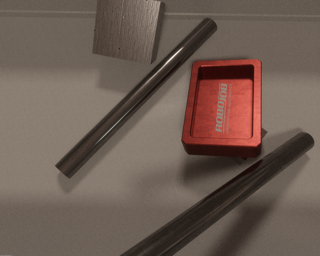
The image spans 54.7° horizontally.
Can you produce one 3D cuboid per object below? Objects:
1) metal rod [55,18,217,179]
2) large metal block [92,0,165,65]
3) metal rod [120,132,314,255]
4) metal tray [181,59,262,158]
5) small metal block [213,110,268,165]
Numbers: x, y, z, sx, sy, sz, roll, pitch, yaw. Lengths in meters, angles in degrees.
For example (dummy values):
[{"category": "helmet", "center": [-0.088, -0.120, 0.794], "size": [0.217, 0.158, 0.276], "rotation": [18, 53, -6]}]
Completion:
[{"category": "metal rod", "center": [-0.023, -0.050, 0.427], "size": [0.025, 0.025, 0.301], "rotation": [40, 74, 13]}, {"category": "large metal block", "center": [-0.042, -0.137, 0.425], "size": [0.080, 0.050, 0.079], "rotation": [12, 111, 4]}, {"category": "metal rod", "center": [0.076, 0.068, 0.324], "size": [0.302, 0.025, 0.025], "rotation": [-24, 70, -34]}, {"category": "metal tray", "center": [0.082, -0.028, 0.395], "size": [0.090, 0.030, 0.130], "rotation": [2, 59, 16]}, {"category": "small metal block", "center": [0.103, 0.012, 0.407], "size": [0.050, 0.025, 0.050], "rotation": [39, 74, 12]}]
